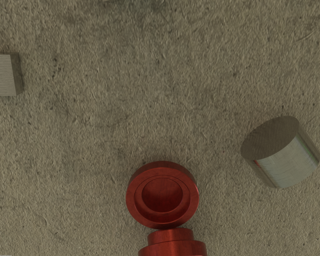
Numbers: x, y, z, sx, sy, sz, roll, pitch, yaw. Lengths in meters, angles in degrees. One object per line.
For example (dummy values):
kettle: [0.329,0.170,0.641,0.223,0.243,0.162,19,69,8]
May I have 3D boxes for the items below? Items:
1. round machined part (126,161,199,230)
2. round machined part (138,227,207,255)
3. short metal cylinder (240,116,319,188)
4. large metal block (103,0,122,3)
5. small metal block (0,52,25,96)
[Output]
round machined part: [0.003,0.089,0.434,0.099,0.042,0.097,0,110,-1]
round machined part: [0.017,0.175,0.450,0.099,0.042,0.098,-5,146,-3]
short metal cylinder: [0.151,0.030,0.394,0.080,0.080,0.050,-37,106,12]
large metal block: [-0.030,-0.185,0.328,0.080,0.050,0.080,-13,110,4]
small metal block: [-0.201,-0.067,0.382,0.050,0.025,0.050,0,110,-1]
